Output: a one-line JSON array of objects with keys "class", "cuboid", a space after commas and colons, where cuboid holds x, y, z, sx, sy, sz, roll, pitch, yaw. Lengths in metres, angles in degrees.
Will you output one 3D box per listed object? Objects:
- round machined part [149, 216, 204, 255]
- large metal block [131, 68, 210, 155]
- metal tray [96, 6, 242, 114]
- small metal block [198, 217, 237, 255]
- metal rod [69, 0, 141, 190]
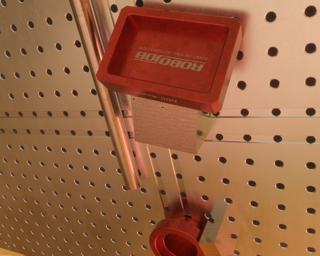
[{"class": "round machined part", "cuboid": [0.036, 0.180, 0.491, 0.098, 0.042, 0.097, 13, 124, 20]}, {"class": "large metal block", "cuboid": [0.014, -0.022, 0.373, 0.080, 0.050, 0.079, 11, 123, 22]}, {"class": "metal tray", "cuboid": [0.009, -0.073, 0.321, 0.130, 0.090, 0.030, 14, 169, 19]}, {"class": "small metal block", "cuboid": [0.085, 0.168, 0.453, 0.025, 0.050, 0.050, -17, 110, 34]}, {"class": "metal rod", "cuboid": [-0.070, -0.041, 0.420, 0.025, 0.025, 0.298, 2, 120, 27]}]
